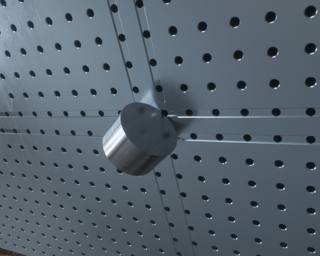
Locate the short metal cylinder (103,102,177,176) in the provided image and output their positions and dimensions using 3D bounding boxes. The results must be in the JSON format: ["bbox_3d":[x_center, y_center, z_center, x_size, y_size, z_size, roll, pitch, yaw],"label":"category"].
[{"bbox_3d":[-0.026,0.014,0.395,0.080,0.080,0.050,42,129,-1],"label":"short metal cylinder"}]
